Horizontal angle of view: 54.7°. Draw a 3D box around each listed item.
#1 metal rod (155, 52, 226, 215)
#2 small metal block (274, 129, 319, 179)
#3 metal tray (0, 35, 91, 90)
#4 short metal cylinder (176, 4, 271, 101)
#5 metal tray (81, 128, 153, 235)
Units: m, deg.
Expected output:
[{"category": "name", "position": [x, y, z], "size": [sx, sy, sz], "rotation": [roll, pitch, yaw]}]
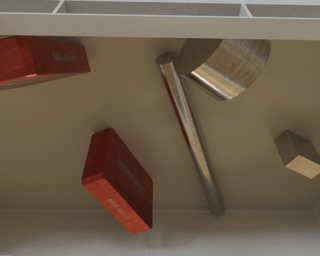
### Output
[{"category": "metal rod", "position": [0.053, 0.031, 0.435], "size": [0.025, 0.025, 0.299], "rotation": [-14, 129, 11]}, {"category": "small metal block", "position": [0.192, 0.036, 0.426], "size": [0.050, 0.050, 0.025], "rotation": [24, 126, -19]}, {"category": "metal tray", "position": [-0.131, -0.057, 0.291], "size": [0.090, 0.130, 0.030], "rotation": [-11, 100, 8]}, {"category": "short metal cylinder", "position": [0.061, -0.074, 0.311], "size": [0.050, 0.080, 0.080], "rotation": [31, 123, -24]}, {"category": "metal tray", "position": [-0.052, 0.075, 0.429], "size": [0.030, 0.090, 0.130], "rotation": [-20, 128, 16]}]
